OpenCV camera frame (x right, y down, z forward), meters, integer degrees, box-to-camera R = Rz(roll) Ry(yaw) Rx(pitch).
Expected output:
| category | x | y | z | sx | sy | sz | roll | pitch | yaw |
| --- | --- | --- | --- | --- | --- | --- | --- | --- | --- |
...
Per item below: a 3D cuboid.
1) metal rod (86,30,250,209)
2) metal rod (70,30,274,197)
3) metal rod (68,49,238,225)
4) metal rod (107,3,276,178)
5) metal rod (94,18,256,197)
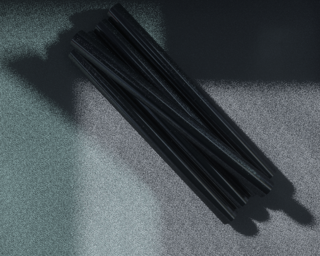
| category | x | y | z | sx | sy | sz | roll | pitch | yaw |
| --- | --- | --- | --- | --- | --- | --- | --- | --- | --- |
| metal rod | 0.006 | -0.011 | 0.410 | 0.025 | 0.025 | 0.300 | -43 | 90 | 0 |
| metal rod | 0.015 | -0.017 | 0.384 | 0.300 | 0.025 | 0.025 | 39 | 90 | 0 |
| metal rod | -0.009 | 0.009 | 0.410 | 0.025 | 0.025 | 0.300 | -43 | 90 | 0 |
| metal rod | 0.042 | -0.046 | 0.410 | 0.025 | 0.025 | 0.300 | -43 | 90 | 0 |
| metal rod | 0.025 | -0.026 | 0.410 | 0.025 | 0.025 | 0.300 | -43 | 90 | 0 |
